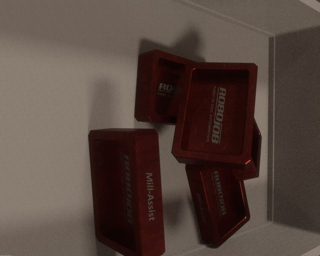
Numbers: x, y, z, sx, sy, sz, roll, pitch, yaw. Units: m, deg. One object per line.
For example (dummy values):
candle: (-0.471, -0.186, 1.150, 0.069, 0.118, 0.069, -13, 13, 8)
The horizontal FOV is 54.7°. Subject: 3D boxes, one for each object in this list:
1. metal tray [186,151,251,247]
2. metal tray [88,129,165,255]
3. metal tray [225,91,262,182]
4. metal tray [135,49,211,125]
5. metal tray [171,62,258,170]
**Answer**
metal tray: (0.094, 0.103, 0.484, 0.091, 0.030, 0.129, -23, 105, -38)
metal tray: (-0.038, 0.066, 0.333, 0.030, 0.090, 0.129, -6, 94, -40)
metal tray: (0.121, 0.007, 0.466, 0.090, 0.030, 0.131, 63, 28, -15)
metal tray: (0.029, -0.048, 0.429, 0.131, 0.030, 0.089, 6, 86, -40)
metal tray: (0.070, -0.018, 0.385, 0.030, 0.090, 0.130, 57, 40, -64)
